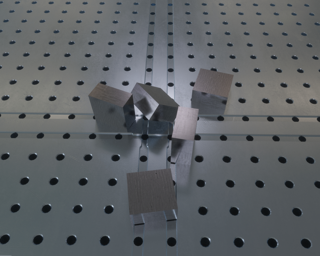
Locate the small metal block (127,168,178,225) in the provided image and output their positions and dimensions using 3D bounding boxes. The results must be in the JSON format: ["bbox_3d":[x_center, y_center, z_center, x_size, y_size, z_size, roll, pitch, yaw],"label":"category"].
[{"bbox_3d":[-0.009,0.075,0.345,0.050,0.025,0.050,-6,50,-5],"label":"small metal block"}]

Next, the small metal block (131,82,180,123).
[{"bbox_3d":[-0.006,-0.034,0.419,0.050,0.025,0.050,5,35,-51],"label":"small metal block"}]

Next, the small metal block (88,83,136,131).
[{"bbox_3d":[-0.063,-0.027,0.414,0.050,0.050,0.025,19,56,16],"label":"small metal block"}]

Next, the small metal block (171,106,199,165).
[{"bbox_3d":[0.030,0.010,0.384,0.025,0.050,0.050,9,51,7],"label":"small metal block"}]

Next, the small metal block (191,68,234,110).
[{"bbox_3d":[0.078,-0.058,0.457,0.050,0.025,0.050,14,51,11],"label":"small metal block"}]
